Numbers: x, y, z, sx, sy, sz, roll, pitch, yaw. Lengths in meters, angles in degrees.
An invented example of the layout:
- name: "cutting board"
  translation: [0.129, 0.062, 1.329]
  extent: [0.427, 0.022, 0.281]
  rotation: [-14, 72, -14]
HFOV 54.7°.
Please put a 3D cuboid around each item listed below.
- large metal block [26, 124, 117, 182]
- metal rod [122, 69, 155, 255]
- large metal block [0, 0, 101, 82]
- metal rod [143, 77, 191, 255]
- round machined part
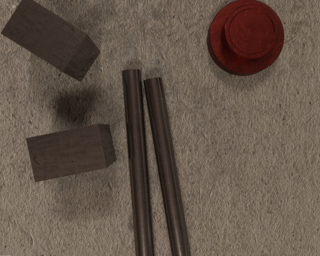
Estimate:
- name: "large metal block"
  translation: [-0.103, 0.027, 0.381]
  extent: [0.080, 0.080, 0.050]
  rotation: [-11, 90, 0]
- name: "metal rod"
  translation: [-0.027, 0.073, 0.409]
  extent: [0.025, 0.025, 0.298]
  rotation: [-4, 90, -1]
- name: "large metal block"
  translation: [-0.128, -0.104, 0.381]
  extent: [0.080, 0.080, 0.050]
  rotation: [32, 90, -1]
- name: "metal rod"
  translation: [0.014, 0.083, 0.410]
  extent: [0.025, 0.025, 0.298]
  rotation: [-9, 90, 0]
- name: "round machined part"
  translation: [0.113, -0.120, 0.403]
  extent: [0.099, 0.042, 0.097]
  rotation: [0, 90, -1]
